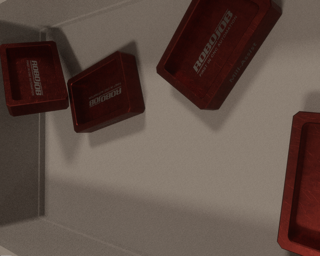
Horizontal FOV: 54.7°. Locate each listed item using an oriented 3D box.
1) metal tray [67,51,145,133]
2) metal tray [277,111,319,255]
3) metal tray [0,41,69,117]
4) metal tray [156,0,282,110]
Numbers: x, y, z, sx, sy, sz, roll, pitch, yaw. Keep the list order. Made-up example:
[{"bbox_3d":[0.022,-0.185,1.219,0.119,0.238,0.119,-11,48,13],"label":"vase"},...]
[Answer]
[{"bbox_3d":[-0.087,-0.050,0.472,0.130,0.030,0.090,-18,79,38],"label":"metal tray"},{"bbox_3d":[0.160,0.054,0.271,0.090,0.030,0.129,9,96,39],"label":"metal tray"},{"bbox_3d":[-0.209,-0.086,0.515,0.030,0.091,0.130,112,142,-56],"label":"metal tray"},{"bbox_3d":[0.060,-0.096,0.352,0.090,0.030,0.129,45,116,30],"label":"metal tray"}]
